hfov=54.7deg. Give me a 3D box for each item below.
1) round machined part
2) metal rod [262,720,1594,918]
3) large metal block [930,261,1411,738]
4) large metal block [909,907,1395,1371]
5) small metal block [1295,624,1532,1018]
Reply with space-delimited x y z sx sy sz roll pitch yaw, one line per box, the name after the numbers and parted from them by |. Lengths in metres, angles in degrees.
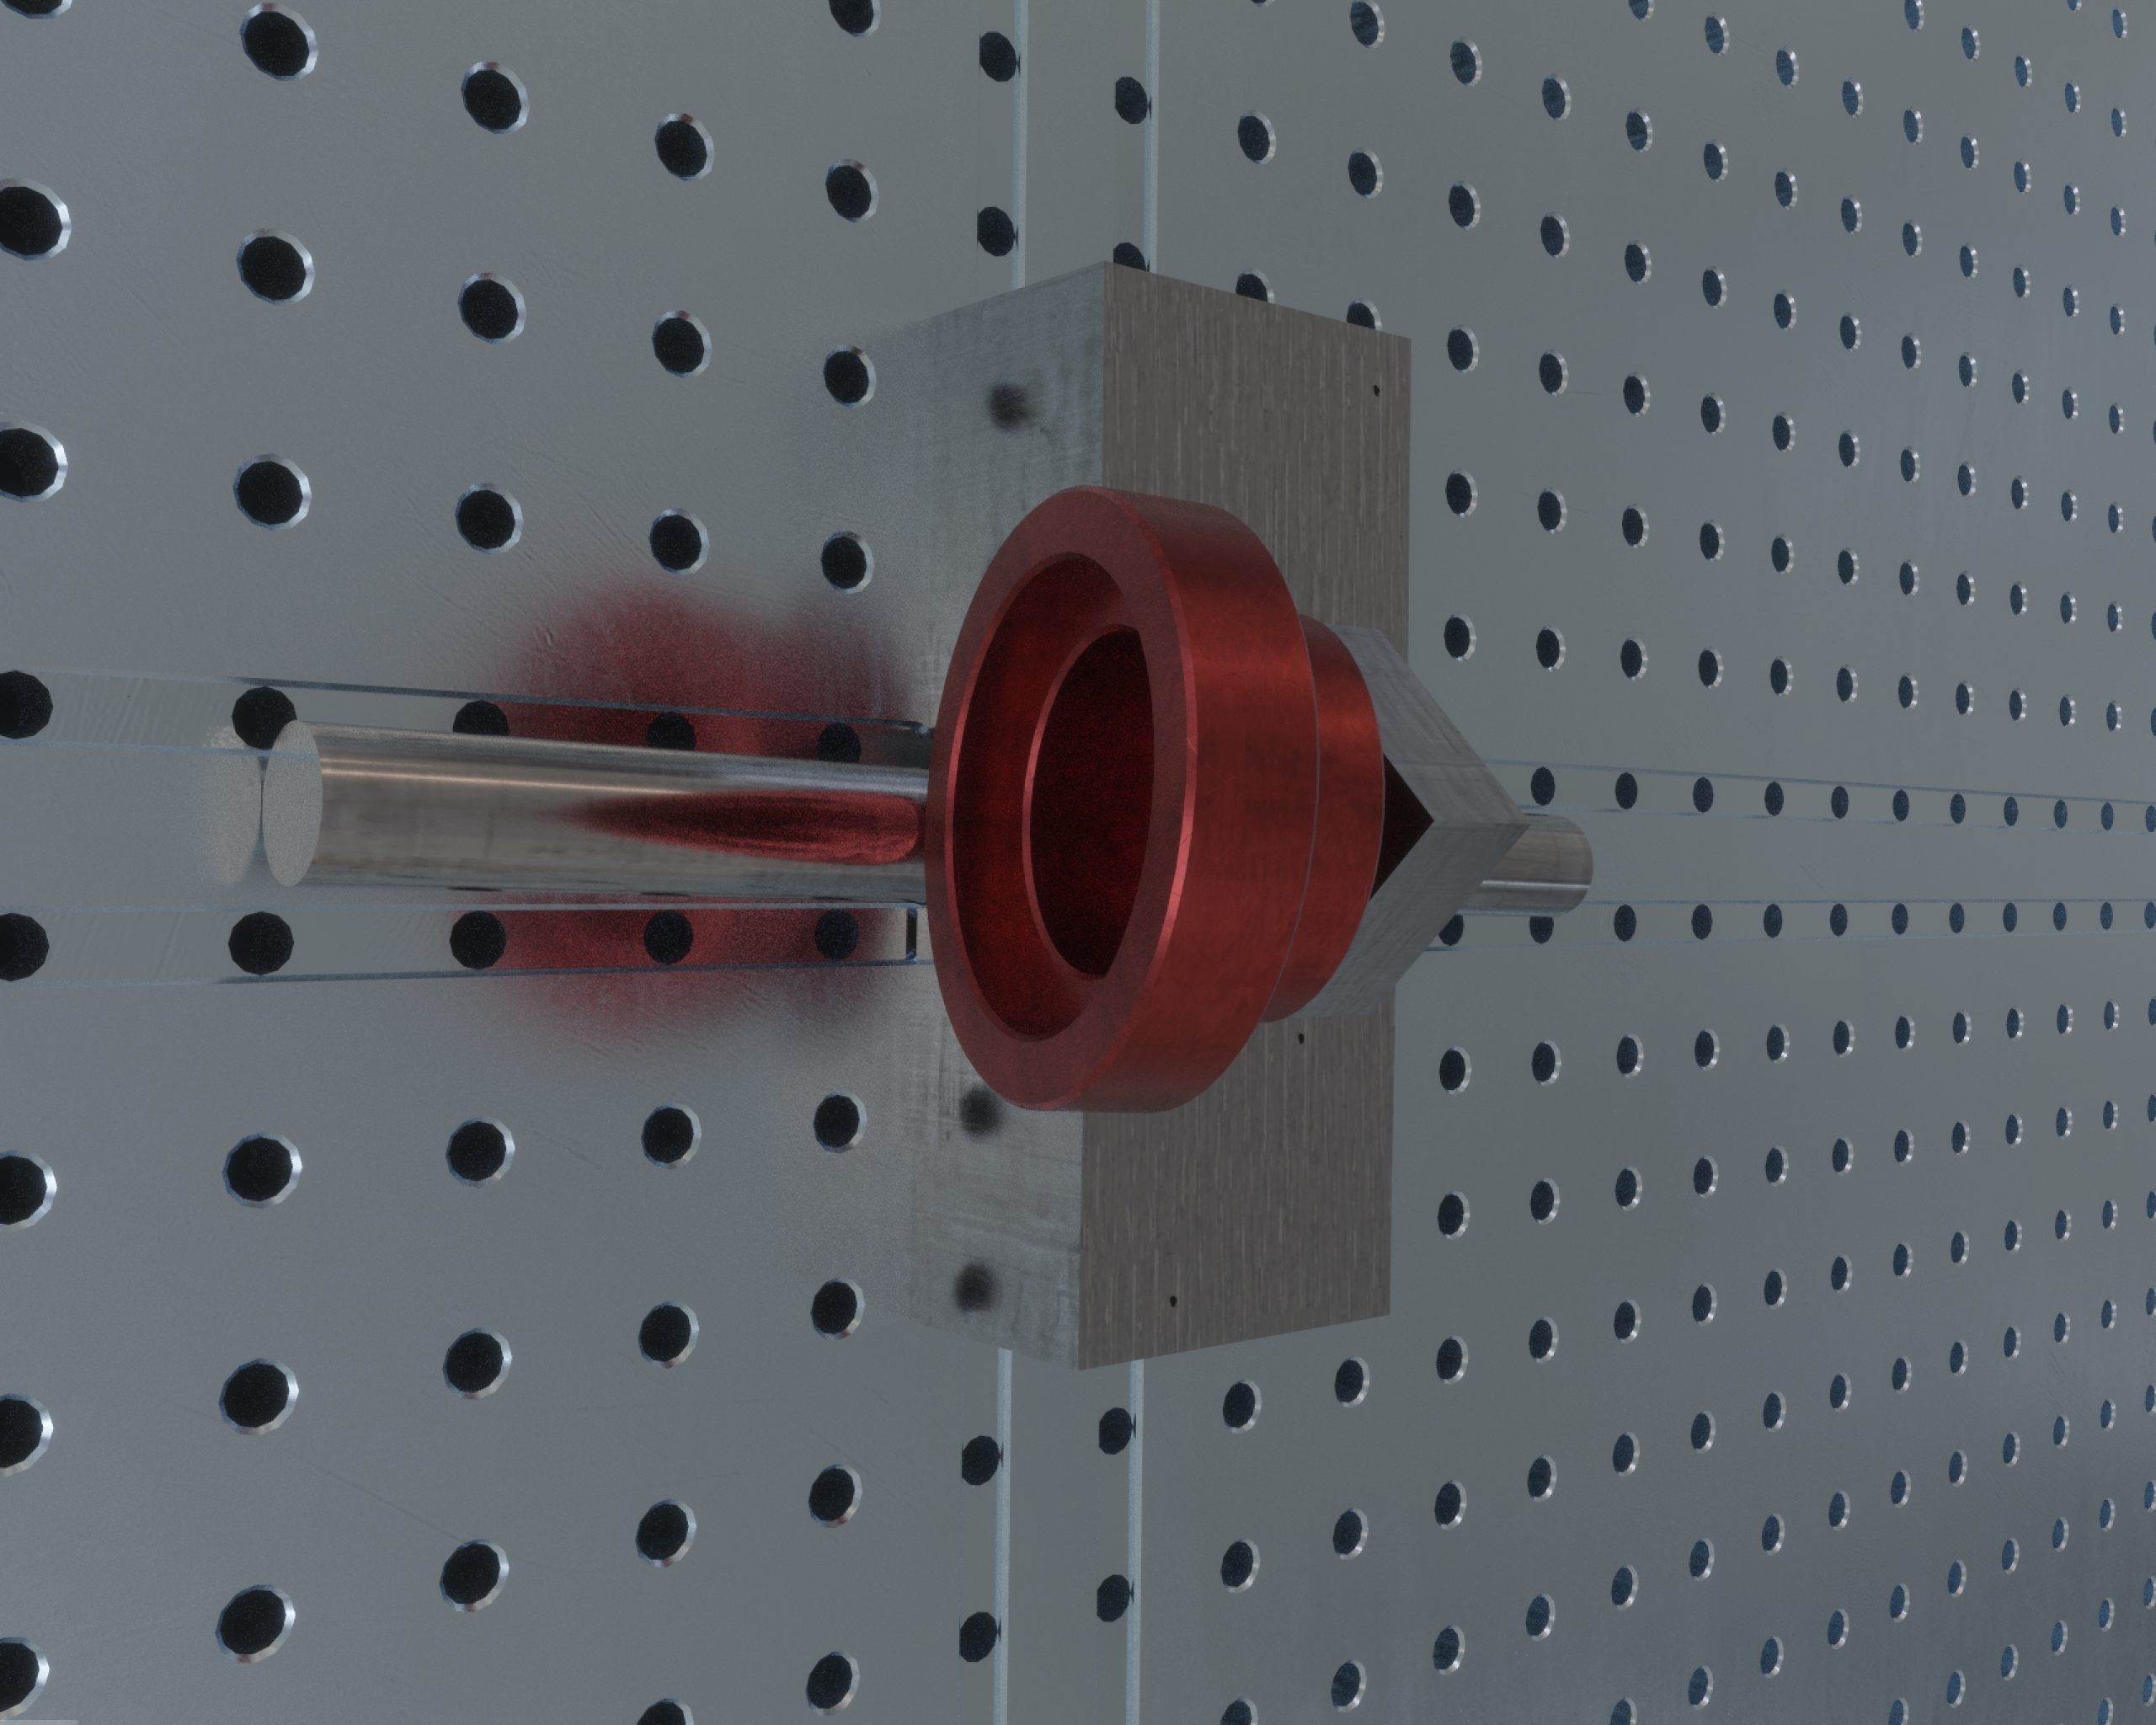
0.013 -0.009 0.335 0.042 0.098 0.097 5 87 -26 | round machined part
-0.001 -0.004 0.408 0.302 0.025 0.025 2 89 -40 | metal rod
0.019 -0.065 0.409 0.081 0.050 0.080 1 90 -40 | large metal block
0.016 0.049 0.406 0.081 0.050 0.080 2 89 -40 | large metal block
0.045 -0.007 0.373 0.025 0.050 0.050 1 46 -40 | small metal block
